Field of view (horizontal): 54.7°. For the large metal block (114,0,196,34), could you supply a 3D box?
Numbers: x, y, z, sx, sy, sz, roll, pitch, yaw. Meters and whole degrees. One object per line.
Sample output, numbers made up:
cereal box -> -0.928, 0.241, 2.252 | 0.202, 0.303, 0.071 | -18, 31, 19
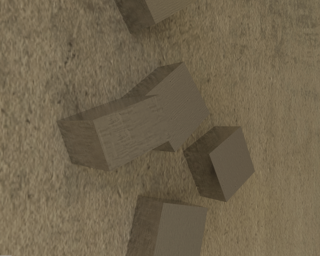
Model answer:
large metal block -> -0.012, -0.174, 0.380 | 0.080, 0.050, 0.080 | -41, 115, -33

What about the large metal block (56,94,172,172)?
large metal block -> -0.049, 0.002, 0.329 | 0.081, 0.080, 0.050 | -26, 107, -37

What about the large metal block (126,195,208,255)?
large metal block -> 0.010, 0.135, 0.399 | 0.080, 0.050, 0.080 | 18, 79, -39

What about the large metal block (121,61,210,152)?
large metal block -> 0.008, -0.027, 0.397 | 0.080, 0.050, 0.080 | -46, 118, -31

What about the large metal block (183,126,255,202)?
large metal block -> 0.091, 0.051, 0.468 | 0.081, 0.050, 0.080 | -35, 112, -35
